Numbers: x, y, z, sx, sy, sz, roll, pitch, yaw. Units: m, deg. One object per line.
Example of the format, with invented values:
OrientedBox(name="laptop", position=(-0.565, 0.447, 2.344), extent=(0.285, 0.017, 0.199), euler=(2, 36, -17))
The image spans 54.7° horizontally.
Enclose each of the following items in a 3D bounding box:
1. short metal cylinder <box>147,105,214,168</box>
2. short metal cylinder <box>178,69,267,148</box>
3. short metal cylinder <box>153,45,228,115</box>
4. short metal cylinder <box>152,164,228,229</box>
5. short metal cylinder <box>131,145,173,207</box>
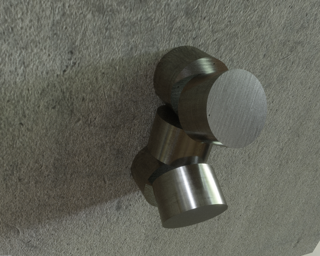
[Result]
OrientedBox(name="short metal cylinder", position=(0.029, 0.009, 0.395), extent=(0.081, 0.080, 0.050), euler=(1, 118, -29))
OrientedBox(name="short metal cylinder", position=(0.067, -0.020, 0.332), extent=(0.081, 0.050, 0.079), euler=(-2, 94, -29))
OrientedBox(name="short metal cylinder", position=(0.038, -0.055, 0.379), extent=(0.081, 0.050, 0.079), euler=(-14, 124, -21))
OrientedBox(name="short metal cylinder", position=(0.035, 0.084, 0.378), extent=(0.081, 0.050, 0.080), euler=(-13, 150, -7))
OrientedBox(name="short metal cylinder", position=(0.005, 0.063, 0.434), extent=(0.081, 0.050, 0.079), euler=(-14, 124, -21))
